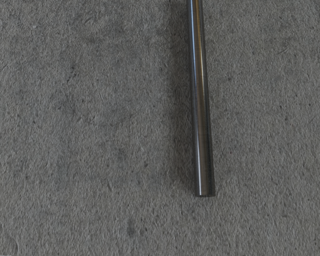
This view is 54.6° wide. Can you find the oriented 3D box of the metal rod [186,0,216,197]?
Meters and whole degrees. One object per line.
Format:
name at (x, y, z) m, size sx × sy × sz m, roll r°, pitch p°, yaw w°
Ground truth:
metal rod at (0.054, -0.058, 0.429) m, size 0.025 × 0.025 × 0.299 m, roll 0°, pitch 70°, yaw 0°
